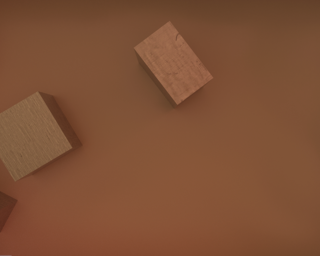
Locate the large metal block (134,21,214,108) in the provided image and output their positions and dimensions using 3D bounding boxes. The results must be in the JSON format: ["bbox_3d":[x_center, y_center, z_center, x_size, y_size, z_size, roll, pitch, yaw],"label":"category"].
[{"bbox_3d":[0.015,-0.073,0.384,0.050,0.080,0.080,-37,90,0],"label":"large metal block"}]

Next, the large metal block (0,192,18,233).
[{"bbox_3d":[-0.241,0.102,0.382,0.080,0.080,0.050,28,90,0],"label":"large metal block"}]

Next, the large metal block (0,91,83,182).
[{"bbox_3d":[-0.161,0.010,0.398,0.080,0.050,0.080,-31,90,0],"label":"large metal block"}]
